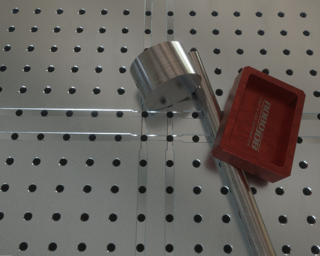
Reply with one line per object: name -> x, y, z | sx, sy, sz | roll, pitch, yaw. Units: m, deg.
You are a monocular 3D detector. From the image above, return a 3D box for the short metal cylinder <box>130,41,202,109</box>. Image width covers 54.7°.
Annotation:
short metal cylinder -> 0.007, -0.068, 0.407 | 0.080, 0.080, 0.050 | -22, 72, -8

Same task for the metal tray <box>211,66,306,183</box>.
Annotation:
metal tray -> 0.128, -0.007, 0.395 | 0.090, 0.030, 0.130 | 24, 64, -2

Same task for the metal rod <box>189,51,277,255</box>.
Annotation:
metal rod -> 0.086, 0.031, 0.400 | 0.025, 0.025, 0.299 | -15, 71, -5
